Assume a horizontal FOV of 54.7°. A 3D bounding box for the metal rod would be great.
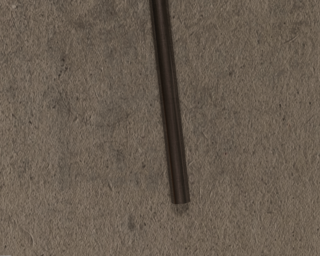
[{"bbox_3d":[0.011,-0.051,0.410,0.025,0.025,0.298,-6,90,0],"label":"metal rod"}]
